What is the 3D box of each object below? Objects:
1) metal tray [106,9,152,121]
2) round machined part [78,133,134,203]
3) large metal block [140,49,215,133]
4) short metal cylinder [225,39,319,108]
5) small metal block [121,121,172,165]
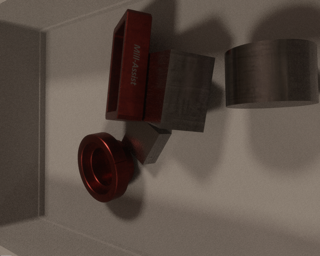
[{"bbox_3d":[-0.043,-0.074,0.402,0.090,0.030,0.129,-178,94,-71],"label":"metal tray"},{"bbox_3d":[-0.075,0.054,0.447,0.098,0.042,0.097,12,107,44],"label":"round machined part"},{"bbox_3d":[0.015,-0.043,0.355,0.080,0.050,0.079,-155,72,-68],"label":"large metal block"},{"bbox_3d":[0.101,-0.046,0.286,0.080,0.081,0.050,-2,89,39],"label":"short metal cylinder"},{"bbox_3d":[-0.019,0.014,0.421,0.050,0.025,0.050,42,115,31],"label":"small metal block"}]
